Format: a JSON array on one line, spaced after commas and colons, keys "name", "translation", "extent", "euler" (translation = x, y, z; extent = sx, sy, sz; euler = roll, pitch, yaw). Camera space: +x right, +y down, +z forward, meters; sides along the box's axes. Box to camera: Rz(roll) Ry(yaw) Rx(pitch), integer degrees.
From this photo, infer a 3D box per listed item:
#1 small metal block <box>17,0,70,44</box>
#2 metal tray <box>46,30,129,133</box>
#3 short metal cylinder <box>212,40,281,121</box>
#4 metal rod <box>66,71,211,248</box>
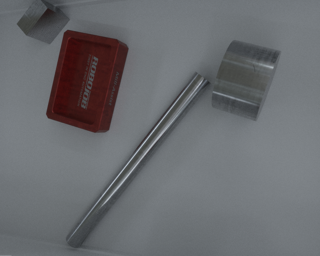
[{"name": "small metal block", "translation": [-0.170, -0.156, 0.456], "extent": [0.050, 0.050, 0.025], "euler": [-45, 77, 14]}, {"name": "metal tray", "translation": [-0.105, -0.066, 0.443], "extent": [0.090, 0.030, 0.129], "euler": [16, 95, 19]}, {"name": "short metal cylinder", "translation": [0.097, -0.053, 0.347], "extent": [0.050, 0.080, 0.080], "euler": [20, 97, 18]}, {"name": "metal rod", "translation": [-0.036, 0.051, 0.422], "extent": [0.025, 0.025, 0.299], "euler": [42, 103, 15]}]
